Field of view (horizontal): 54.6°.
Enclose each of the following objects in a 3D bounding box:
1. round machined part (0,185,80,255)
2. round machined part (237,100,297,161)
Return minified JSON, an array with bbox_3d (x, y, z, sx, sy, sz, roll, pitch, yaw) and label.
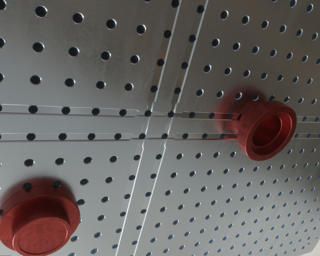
[{"bbox_3d":[-0.151,0.124,0.394,0.099,0.042,0.097,-14,124,-21],"label":"round machined part"},{"bbox_3d":[0.161,0.000,0.487,0.099,0.042,0.097,-14,124,-21],"label":"round machined part"}]
